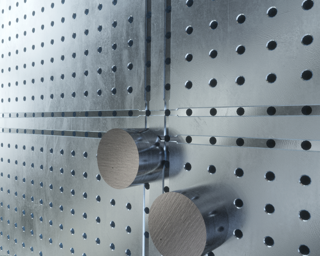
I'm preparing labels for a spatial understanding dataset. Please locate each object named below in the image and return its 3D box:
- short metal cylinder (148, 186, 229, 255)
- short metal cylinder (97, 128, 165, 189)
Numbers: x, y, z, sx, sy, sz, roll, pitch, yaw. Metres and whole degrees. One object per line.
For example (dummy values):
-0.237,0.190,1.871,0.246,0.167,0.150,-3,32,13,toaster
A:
0.033,0.111,0.364,0.080,0.050,0.079,0,89,39,short metal cylinder
-0.041,0.040,0.424,0.080,0.050,0.079,0,90,39,short metal cylinder
